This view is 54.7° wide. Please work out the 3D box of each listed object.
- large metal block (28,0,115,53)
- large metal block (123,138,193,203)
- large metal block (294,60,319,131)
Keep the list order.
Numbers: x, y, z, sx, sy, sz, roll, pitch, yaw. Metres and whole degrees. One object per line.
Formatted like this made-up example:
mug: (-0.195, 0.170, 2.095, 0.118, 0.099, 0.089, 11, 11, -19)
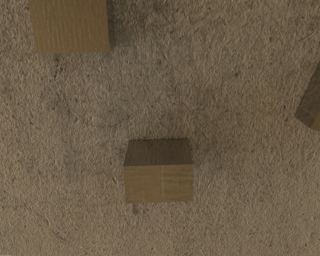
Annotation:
large metal block: (-0.096, -0.128, 0.348, 0.081, 0.050, 0.079, -1, 110, 0)
large metal block: (-0.001, 0.052, 0.399, 0.081, 0.080, 0.050, -2, 110, 0)
large metal block: (0.231, -0.033, 0.386, 0.080, 0.050, 0.079, 15, 109, -6)
